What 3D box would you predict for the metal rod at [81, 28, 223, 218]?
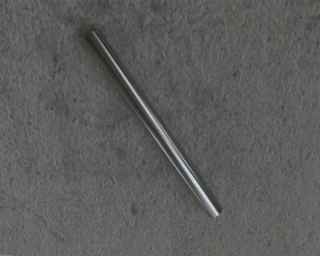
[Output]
[{"bbox_3d":[-0.001,0.006,0.411,0.025,0.025,0.299,-32,108,11],"label":"metal rod"}]
